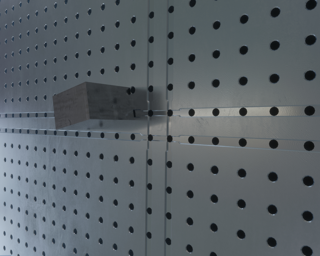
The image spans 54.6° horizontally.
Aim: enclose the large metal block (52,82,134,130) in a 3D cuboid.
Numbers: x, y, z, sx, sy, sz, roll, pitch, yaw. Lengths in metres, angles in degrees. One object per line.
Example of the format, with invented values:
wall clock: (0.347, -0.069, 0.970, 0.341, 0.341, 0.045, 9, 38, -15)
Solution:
large metal block: (-0.098, -0.029, 0.456, 0.080, 0.081, 0.050, -13, 82, 39)
